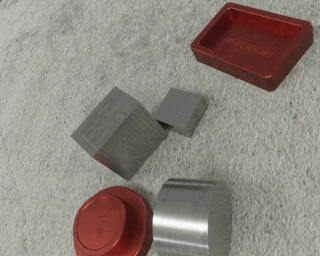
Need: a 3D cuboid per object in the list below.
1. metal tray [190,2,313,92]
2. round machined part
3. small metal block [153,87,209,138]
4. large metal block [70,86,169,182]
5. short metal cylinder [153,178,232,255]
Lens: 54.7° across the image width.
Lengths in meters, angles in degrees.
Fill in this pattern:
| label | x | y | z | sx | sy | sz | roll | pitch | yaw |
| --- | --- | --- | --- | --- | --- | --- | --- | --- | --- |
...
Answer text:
| label | x | y | z | sx | sy | sz | roll | pitch | yaw |
| --- | --- | --- | --- | --- | --- | --- | --- | --- | --- |
| metal tray | 0.116 | -0.111 | 0.407 | 0.130 | 0.030 | 0.090 | 34 | 80 | 38 |
| round machined part | -0.059 | 0.113 | 0.353 | 0.098 | 0.042 | 0.098 | -13 | 56 | 20 |
| small metal block | 0.027 | -0.020 | 0.401 | 0.050 | 0.025 | 0.050 | 20 | 72 | 35 |
| large metal block | -0.047 | 0.009 | 0.386 | 0.050 | 0.080 | 0.080 | 34 | 81 | 38 |
| short metal cylinder | 0.034 | 0.088 | 0.296 | 0.050 | 0.080 | 0.080 | -2 | 61 | 27 |
